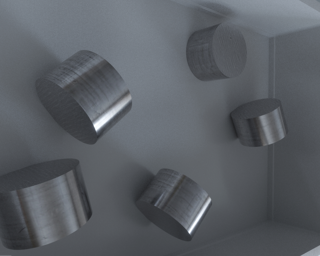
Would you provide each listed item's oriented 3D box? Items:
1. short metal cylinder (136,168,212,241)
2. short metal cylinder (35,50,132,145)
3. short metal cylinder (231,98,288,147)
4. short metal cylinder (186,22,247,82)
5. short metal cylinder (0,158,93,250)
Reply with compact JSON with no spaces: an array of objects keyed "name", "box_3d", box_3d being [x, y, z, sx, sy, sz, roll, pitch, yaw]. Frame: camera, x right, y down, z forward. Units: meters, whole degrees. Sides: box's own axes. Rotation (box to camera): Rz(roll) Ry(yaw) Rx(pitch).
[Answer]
[{"name":"short metal cylinder","box_3d":[0.017,0.096,0.388,0.050,0.080,0.080,-52,121,-27]},{"name":"short metal cylinder","box_3d":[-0.075,-0.030,0.309,0.050,0.080,0.080,-47,118,-30]},{"name":"short metal cylinder","box_3d":[0.164,-0.010,0.511,0.081,0.080,0.050,-34,112,-35]},{"name":"short metal cylinder","box_3d":[0.085,-0.112,0.464,0.081,0.050,0.079,0,90,-40]},{"name":"short metal cylinder","box_3d":[-0.108,0.065,0.282,0.081,0.080,0.050,-20,103,-39]}]
